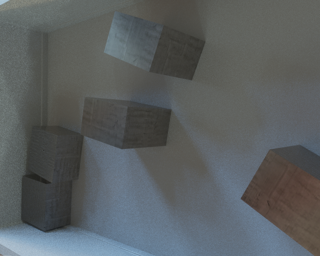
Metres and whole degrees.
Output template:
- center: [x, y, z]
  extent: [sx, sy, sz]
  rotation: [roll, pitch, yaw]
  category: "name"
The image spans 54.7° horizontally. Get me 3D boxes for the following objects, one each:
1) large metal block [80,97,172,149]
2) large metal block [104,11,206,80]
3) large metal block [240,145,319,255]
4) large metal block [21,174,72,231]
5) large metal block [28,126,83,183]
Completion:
- center: [-0.044, -0.008, 0.408]
  extent: [0.080, 0.081, 0.050]
  rotation: [15, 100, 39]
  category: "large metal block"
- center: [-0.006, -0.098, 0.376]
  extent: [0.080, 0.081, 0.050]
  rotation: [30, 109, 36]
  category: "large metal block"
- center: [0.130, 0.058, 0.263]
  extent: [0.080, 0.081, 0.050]
  rotation: [37, 113, 34]
  category: "large metal block"
- center: [-0.206, 0.130, 0.561]
  extent: [0.080, 0.050, 0.079]
  rotation: [5, 93, 40]
  category: "large metal block"
- center: [-0.183, 0.043, 0.542]
  extent: [0.080, 0.050, 0.079]
  rotation: [15, 99, 39]
  category: "large metal block"
